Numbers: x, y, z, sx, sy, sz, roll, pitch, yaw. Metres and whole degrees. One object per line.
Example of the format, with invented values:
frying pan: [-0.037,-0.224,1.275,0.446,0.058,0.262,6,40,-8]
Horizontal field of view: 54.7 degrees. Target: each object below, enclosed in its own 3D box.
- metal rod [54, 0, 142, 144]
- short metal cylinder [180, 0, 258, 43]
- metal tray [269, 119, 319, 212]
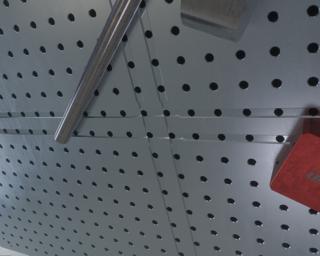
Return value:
metal rod: [-0.087,-0.074,0.411,0.025,0.025,0.298,40,129,1]
short metal cylinder: [0.058,-0.121,0.270,0.050,0.080,0.079,23,127,14]
metal tray: [0.201,0.056,0.337,0.130,0.030,0.089,25,127,13]
